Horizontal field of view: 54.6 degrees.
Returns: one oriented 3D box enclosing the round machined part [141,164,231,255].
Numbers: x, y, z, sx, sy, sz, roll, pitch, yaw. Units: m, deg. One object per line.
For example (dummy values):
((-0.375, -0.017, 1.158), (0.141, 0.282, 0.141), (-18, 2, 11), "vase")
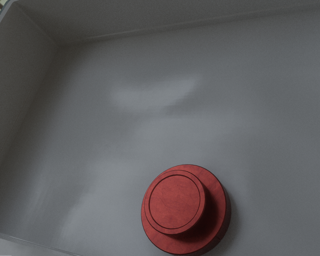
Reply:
((0.023, 0.084, 0.332), (0.098, 0.042, 0.098), (-13, 56, 21), "round machined part")
